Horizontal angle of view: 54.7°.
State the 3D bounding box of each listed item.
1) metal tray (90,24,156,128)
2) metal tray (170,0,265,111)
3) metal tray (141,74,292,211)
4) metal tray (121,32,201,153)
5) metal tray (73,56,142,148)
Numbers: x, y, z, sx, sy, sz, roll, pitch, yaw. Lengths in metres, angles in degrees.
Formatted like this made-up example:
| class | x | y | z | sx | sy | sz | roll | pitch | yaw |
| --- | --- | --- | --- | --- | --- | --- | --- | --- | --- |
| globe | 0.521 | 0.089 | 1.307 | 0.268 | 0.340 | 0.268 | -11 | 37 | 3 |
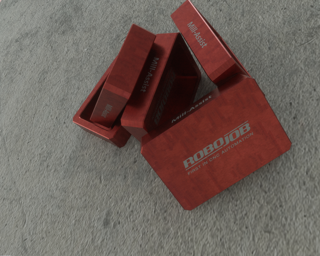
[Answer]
| class | x | y | z | sx | sy | sz | roll | pitch | yaw |
| --- | --- | --- | --- | --- | --- | --- | --- | --- | --- |
| metal tray | -0.051 | -0.060 | 0.394 | 0.130 | 0.030 | 0.090 | -39 | 29 | 66 |
| metal tray | 0.069 | -0.090 | 0.379 | 0.030 | 0.090 | 0.130 | -39 | 50 | 20 |
| metal tray | 0.057 | 0.016 | 0.323 | 0.130 | 0.090 | 0.030 | -34 | 17 | 6 |
| metal tray | 0.008 | -0.040 | 0.383 | 0.030 | 0.090 | 0.130 | 7 | 65 | 31 |
| metal tray | -0.059 | -0.044 | 0.458 | 0.090 | 0.030 | 0.130 | 22 | 73 | 35 |
